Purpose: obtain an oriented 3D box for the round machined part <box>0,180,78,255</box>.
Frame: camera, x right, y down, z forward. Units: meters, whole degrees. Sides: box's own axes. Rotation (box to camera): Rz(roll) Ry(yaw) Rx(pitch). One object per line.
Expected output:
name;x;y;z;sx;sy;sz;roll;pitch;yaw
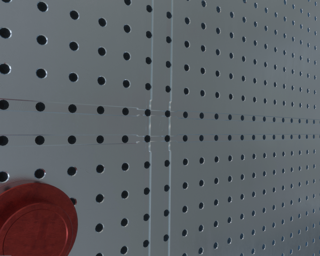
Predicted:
round machined part;-0.123;0.101;0.294;0.099;0.042;0.097;0;90;-40
